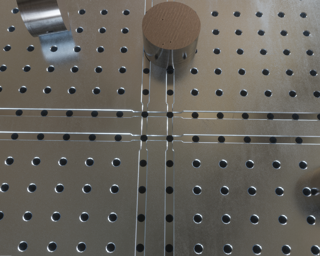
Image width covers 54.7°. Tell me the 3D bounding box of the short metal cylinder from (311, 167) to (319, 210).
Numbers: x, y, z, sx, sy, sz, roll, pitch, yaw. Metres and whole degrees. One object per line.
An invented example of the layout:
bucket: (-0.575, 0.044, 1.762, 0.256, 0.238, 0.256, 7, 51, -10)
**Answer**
short metal cylinder: (0.234, 0.073, 0.373, 0.081, 0.050, 0.080, 0, 70, 0)

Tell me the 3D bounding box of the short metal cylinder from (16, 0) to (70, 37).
short metal cylinder: (-0.167, -0.176, 0.445, 0.050, 0.080, 0.080, -12, 71, -4)

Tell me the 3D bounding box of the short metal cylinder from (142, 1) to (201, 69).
short metal cylinder: (0.016, -0.133, 0.447, 0.081, 0.050, 0.080, 0, 70, 0)
